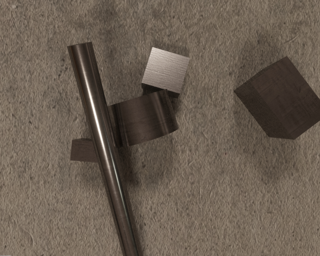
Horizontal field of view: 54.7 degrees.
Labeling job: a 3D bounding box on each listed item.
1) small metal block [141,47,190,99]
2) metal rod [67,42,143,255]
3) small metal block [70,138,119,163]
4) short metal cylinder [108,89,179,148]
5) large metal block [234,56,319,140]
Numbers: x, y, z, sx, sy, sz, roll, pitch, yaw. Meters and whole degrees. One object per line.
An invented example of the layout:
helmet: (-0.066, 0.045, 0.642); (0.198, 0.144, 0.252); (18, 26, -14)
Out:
small metal block: (0.007, -0.072, 0.406); (0.050, 0.025, 0.050); (16, 80, -1)
metal rod: (-0.056, 0.053, 0.362); (0.025, 0.025, 0.298); (-11, 109, 0)
small metal block: (-0.081, 0.028, 0.396); (0.050, 0.050, 0.025); (5, 91, 0)
short metal cylinder: (-0.023, -0.013, 0.380); (0.080, 0.080, 0.050); (-17, 96, 0)
large metal block: (0.145, -0.034, 0.384); (0.050, 0.080, 0.080); (-37, 90, 0)
